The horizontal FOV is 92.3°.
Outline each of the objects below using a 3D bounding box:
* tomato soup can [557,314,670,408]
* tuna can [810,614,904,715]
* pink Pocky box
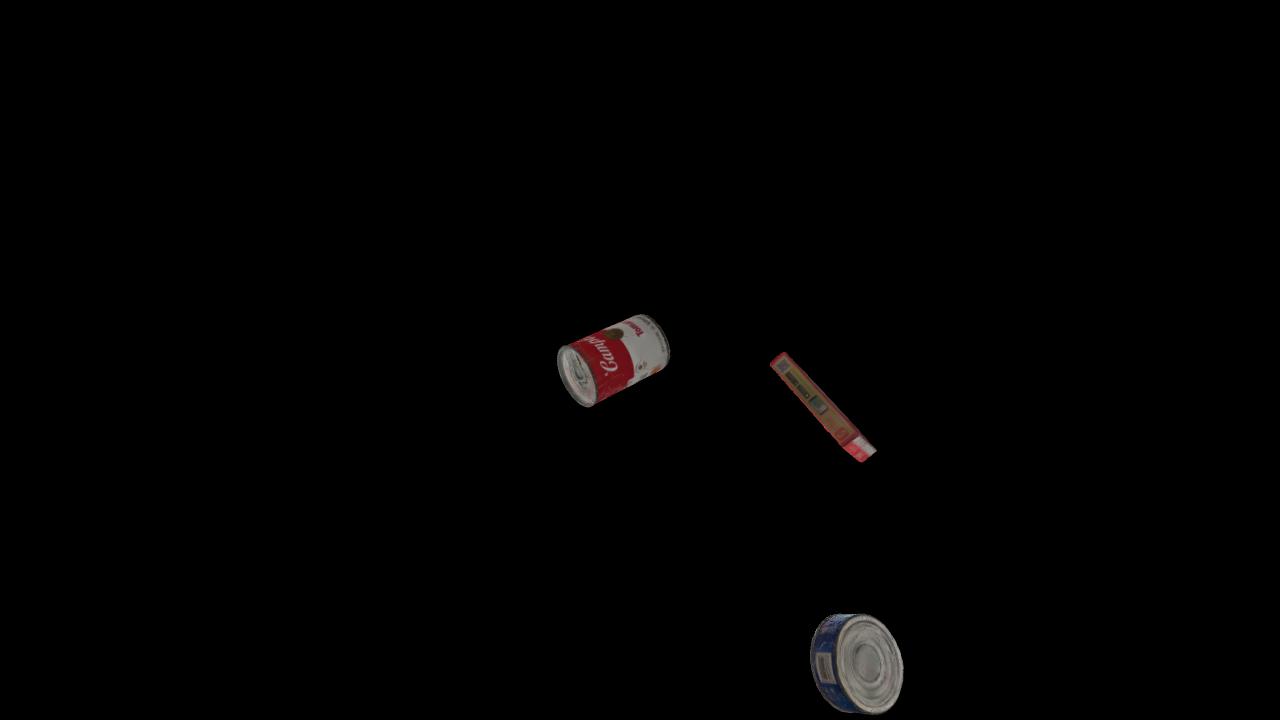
[{"bbox_3d":[-0.026,-0.001,0.642,0.101,0.068,0.068,-26,14,-32],"label":"tomato soup can"},{"bbox_3d":[0.200,0.278,0.566,0.084,0.084,0.034,0,-22,-28],"label":"tuna can"},{"bbox_3d":[0.236,0.060,0.798,0.084,0.029,0.155,33,17,-50],"label":"pink Pocky box"}]
